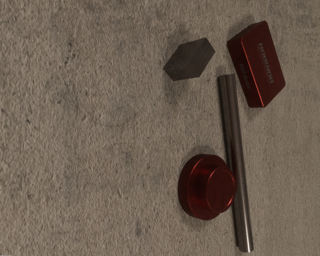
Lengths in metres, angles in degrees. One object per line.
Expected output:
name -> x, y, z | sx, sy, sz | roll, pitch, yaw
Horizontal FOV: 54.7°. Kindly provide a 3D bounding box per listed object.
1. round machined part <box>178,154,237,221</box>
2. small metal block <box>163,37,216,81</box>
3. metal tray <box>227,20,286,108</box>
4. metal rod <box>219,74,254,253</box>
round machined part -> 0.076, 0.089, 0.461 | 0.099, 0.042, 0.097 | 0, 90, -40
small metal block -> 0.040, -0.093, 0.424 | 0.025, 0.050, 0.050 | 48, 61, -30
metal tray -> 0.174, -0.112, 0.551 | 0.091, 0.030, 0.129 | -40, 115, -33
metal rod -> 0.128, 0.061, 0.514 | 0.025, 0.025, 0.298 | -14, 99, -40
